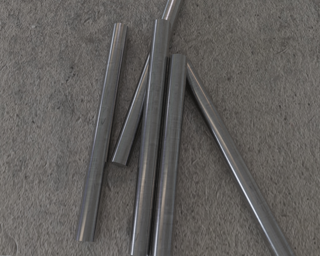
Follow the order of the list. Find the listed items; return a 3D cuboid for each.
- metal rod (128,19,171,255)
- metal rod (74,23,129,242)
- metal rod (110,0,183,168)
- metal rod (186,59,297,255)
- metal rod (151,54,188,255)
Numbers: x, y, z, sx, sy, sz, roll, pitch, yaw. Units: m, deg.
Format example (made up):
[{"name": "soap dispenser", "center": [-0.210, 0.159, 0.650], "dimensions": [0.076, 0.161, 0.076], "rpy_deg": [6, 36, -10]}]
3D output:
[{"name": "metal rod", "center": [-0.011, 0.001, 0.391], "dimensions": [0.025, 0.025, 0.299], "rpy_deg": [5, 76, 2]}, {"name": "metal rod", "center": [-0.073, -0.009, 0.410], "dimensions": [0.025, 0.025, 0.299], "rpy_deg": [5, 70, 2]}, {"name": "metal rod", "center": [-0.010, -0.089, 0.440], "dimensions": [0.025, 0.025, 0.299], "rpy_deg": [15, 71, 5]}, {"name": "metal rod", "center": [0.092, 0.039, 0.394], "dimensions": [0.025, 0.025, 0.299], "rpy_deg": [-22, 72, -8]}, {"name": "metal rod", "center": [0.011, 0.050, 0.377], "dimensions": [0.025, 0.025, 0.299], "rpy_deg": [5, 75, 2]}]
